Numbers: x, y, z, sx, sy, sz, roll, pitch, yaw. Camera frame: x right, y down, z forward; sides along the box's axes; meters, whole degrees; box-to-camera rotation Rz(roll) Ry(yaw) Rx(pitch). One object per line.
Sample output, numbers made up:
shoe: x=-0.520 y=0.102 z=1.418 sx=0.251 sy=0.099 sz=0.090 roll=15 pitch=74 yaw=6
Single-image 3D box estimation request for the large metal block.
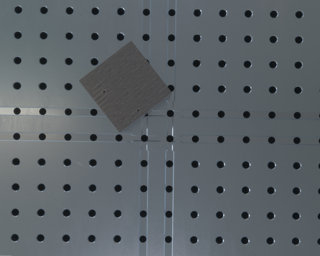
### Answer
large metal block: x=-0.042 y=-0.050 z=0.401 sx=0.080 sy=0.050 sz=0.080 roll=-38 pitch=90 yaw=0
